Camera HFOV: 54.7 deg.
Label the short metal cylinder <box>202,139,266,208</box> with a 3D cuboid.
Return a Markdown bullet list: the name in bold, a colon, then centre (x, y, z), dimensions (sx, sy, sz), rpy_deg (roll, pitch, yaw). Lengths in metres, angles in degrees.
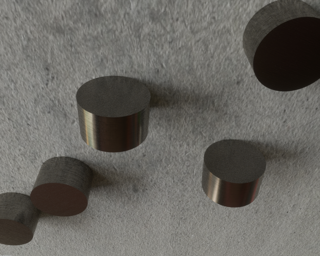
- **short metal cylinder**: centre (0.099, 0.061, 0.425), dimensions (0.081, 0.080, 0.050), rpy_deg (-1, 130, 0)

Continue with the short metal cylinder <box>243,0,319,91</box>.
- **short metal cylinder**: centre (0.131, -0.085, 0.321), dimensions (0.081, 0.050, 0.079), rpy_deg (0, 130, 0)

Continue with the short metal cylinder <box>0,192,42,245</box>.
- **short metal cylinder**: centre (-0.246, 0.152, 0.517), dimensions (0.081, 0.050, 0.079), rpy_deg (0, 130, 0)

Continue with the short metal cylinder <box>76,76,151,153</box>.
- **short metal cylinder**: centre (-0.052, -0.018, 0.355), dimensions (0.081, 0.080, 0.050), rpy_deg (3, 130, -3)

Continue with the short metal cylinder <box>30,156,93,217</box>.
- **short metal cylinder**: centre (-0.145, 0.088, 0.464), dimensions (0.081, 0.050, 0.079), rpy_deg (0, 130, 0)
